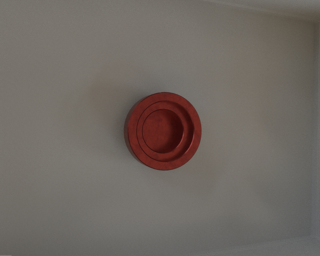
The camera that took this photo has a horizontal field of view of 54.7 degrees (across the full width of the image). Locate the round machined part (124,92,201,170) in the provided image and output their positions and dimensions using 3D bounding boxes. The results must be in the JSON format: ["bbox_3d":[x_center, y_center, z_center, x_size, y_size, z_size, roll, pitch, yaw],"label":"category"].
[{"bbox_3d":[0.001,0.004,0.403,0.099,0.042,0.097,0,90,-21],"label":"round machined part"}]
